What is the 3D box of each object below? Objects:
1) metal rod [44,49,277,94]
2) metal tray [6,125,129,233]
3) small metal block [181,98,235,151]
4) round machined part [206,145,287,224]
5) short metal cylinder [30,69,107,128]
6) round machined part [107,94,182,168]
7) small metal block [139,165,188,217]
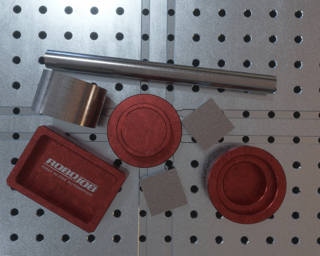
[{"bbox_3d":[0.001,-0.075,0.413,0.302,0.025,0.025,7,90,0],"label":"metal rod"},{"bbox_3d":[-0.120,0.065,0.409,0.130,0.030,0.090,31,90,0],"label":"metal tray"},{"bbox_3d":[0.062,-0.005,0.414,0.050,0.025,0.050,-38,90,0],"label":"small metal block"},{"bbox_3d":[0.109,0.071,0.406,0.099,0.042,0.097,0,90,0],"label":"round machined part"},{"bbox_3d":[-0.111,-0.035,0.385,0.080,0.080,0.050,18,90,0],"label":"short metal cylinder"},{"bbox_3d":[-0.020,0.003,0.404,0.099,0.042,0.097,0,87,0],"label":"round machined part"},{"bbox_3d":[0.005,0.083,0.413,0.050,0.025,0.050,-19,90,0],"label":"small metal block"}]
